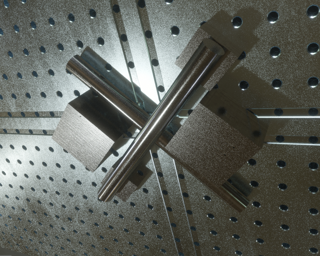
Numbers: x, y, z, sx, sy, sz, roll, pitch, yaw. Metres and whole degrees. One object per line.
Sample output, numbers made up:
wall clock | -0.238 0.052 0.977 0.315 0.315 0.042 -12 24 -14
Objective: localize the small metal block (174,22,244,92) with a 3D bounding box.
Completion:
small metal block | 0.052 -0.077 0.337 0.050 0.025 0.050 39 129 1

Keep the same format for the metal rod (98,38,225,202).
metal rod | -0.017 0.013 0.395 0.025 0.025 0.298 39 129 2

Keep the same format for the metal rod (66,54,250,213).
metal rod | -0.003 0.008 0.416 0.300 0.025 0.025 40 129 0

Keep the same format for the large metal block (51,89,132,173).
large metal block | -0.099 0.005 0.451 0.080 0.050 0.080 40 129 1

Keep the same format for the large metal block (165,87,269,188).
large metal block | 0.066 0.011 0.367 0.080 0.050 0.080 37 129 3

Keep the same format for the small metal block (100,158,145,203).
small metal block | -0.060 0.084 0.495 0.050 0.025 0.050 38 129 2
